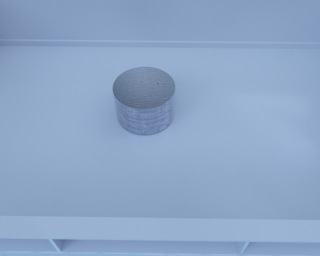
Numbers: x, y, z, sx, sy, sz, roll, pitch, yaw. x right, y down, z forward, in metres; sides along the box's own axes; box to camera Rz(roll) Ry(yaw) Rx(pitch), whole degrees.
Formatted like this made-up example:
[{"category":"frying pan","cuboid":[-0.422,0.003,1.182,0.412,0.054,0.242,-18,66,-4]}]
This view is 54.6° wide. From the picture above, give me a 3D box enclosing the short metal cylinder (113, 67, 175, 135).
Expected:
[{"category":"short metal cylinder","cuboid":[-0.020,-0.037,0.418,0.080,0.050,0.080,0,50,0]}]
